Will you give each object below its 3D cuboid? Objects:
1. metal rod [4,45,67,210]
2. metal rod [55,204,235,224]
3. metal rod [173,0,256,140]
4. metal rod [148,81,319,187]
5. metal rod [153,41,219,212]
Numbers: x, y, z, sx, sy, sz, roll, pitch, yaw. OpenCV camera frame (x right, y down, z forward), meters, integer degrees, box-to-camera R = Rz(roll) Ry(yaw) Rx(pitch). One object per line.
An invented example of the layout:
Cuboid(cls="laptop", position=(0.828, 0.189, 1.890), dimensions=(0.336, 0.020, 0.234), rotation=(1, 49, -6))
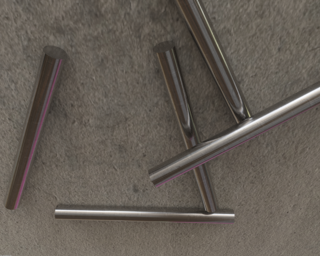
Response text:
Cuboid(cls="metal rod", position=(-0.178, 0.021, 0.421), dimensions=(0.025, 0.025, 0.298), rotation=(20, 127, -17))
Cuboid(cls="metal rod", position=(-0.024, 0.148, 0.533), dimensions=(0.302, 0.025, 0.025), rotation=(2, 130, -3))
Cuboid(cls="metal rod", position=(0.050, -0.092, 0.329), dimensions=(0.025, 0.025, 0.300), rotation=(-23, 127, 18))
Cuboid(cls="metal rod", position=(0.121, -0.006, 0.373), dimensions=(0.300, 0.025, 0.025), rotation=(-29, 125, 10))
Cuboid(cls="metal rod", position=(0.045, 0.022, 0.426), dimensions=(0.025, 0.025, 0.299), rotation=(-13, 129, 10))
